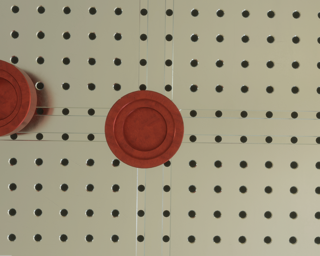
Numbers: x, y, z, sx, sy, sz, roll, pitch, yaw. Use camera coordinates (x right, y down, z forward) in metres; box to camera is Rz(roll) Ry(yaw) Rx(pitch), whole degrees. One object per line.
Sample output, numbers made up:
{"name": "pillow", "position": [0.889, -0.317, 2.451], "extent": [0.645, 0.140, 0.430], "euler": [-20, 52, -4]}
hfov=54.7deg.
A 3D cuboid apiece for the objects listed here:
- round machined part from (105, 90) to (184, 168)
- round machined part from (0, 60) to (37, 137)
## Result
{"name": "round machined part", "position": [-0.020, 0.001, 0.405], "extent": [0.099, 0.042, 0.097], "euler": [0, 90, -1]}
{"name": "round machined part", "position": [-0.209, -0.037, 0.402], "extent": [0.099, 0.042, 0.097], "euler": [0, 90, -1]}
